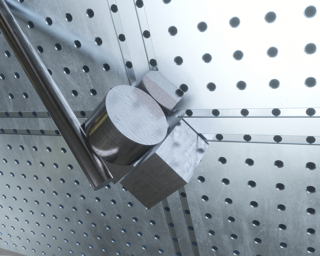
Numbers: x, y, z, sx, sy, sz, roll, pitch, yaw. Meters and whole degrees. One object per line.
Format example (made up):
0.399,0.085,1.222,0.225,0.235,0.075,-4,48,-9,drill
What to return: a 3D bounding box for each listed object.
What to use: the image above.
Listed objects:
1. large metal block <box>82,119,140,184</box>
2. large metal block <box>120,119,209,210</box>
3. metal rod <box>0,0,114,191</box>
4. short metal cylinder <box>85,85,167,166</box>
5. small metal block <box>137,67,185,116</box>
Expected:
-0.056,0.013,0.413,0.080,0.080,0.050,44,129,-3,large metal block
0.007,0.046,0.397,0.050,0.080,0.080,44,129,-3,large metal block
-0.145,-0.056,0.383,0.299,0.025,0.025,55,131,16,metal rod
-0.039,-0.003,0.360,0.080,0.080,0.050,45,129,-4,short metal cylinder
-0.005,-0.038,0.390,0.050,0.025,0.050,41,129,-1,small metal block
